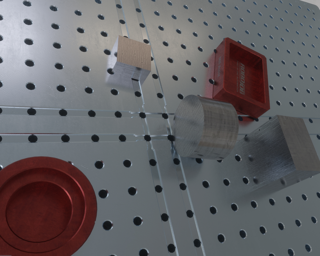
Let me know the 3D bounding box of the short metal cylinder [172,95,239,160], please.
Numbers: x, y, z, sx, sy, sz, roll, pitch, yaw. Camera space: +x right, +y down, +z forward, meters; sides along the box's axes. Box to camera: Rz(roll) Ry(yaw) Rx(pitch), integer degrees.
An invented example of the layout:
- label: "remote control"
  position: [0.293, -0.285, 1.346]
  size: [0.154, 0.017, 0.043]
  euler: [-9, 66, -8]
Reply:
- label: "short metal cylinder"
  position: [0.057, 0.000, 0.404]
  size: [0.050, 0.080, 0.080]
  euler: [8, 58, -24]

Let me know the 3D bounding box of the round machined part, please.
- label: "round machined part"
  position: [-0.112, 0.079, 0.289]
  size: [0.099, 0.042, 0.098]
  euler: [14, 56, -21]

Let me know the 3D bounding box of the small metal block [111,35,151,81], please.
- label: "small metal block"
  position: [-0.041, -0.100, 0.448]
  size: [0.050, 0.025, 0.050]
  euler: [12, 57, -22]

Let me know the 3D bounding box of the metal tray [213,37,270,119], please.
- label: "metal tray"
  position: [0.141, -0.088, 0.534]
  size: [0.091, 0.030, 0.130]
  euler: [21, 54, -16]

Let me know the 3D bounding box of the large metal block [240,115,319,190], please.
- label: "large metal block"
  position: [0.169, 0.038, 0.441]
  size: [0.050, 0.080, 0.080]
  euler: [6, 59, -26]
